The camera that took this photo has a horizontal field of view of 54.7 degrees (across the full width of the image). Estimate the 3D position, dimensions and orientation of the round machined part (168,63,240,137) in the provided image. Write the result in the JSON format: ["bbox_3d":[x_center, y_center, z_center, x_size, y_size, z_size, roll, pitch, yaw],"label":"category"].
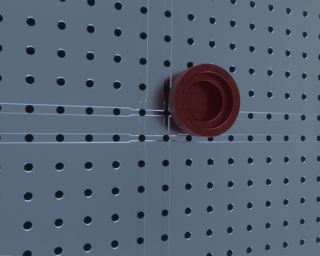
[{"bbox_3d":[0.057,-0.036,0.426,0.099,0.042,0.097,0,90,-21],"label":"round machined part"}]
